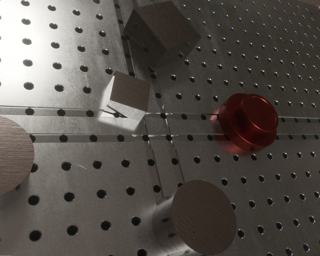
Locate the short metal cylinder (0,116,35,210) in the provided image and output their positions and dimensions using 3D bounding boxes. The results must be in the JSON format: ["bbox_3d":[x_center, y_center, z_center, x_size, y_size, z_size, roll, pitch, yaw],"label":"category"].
[{"bbox_3d":[-0.162,0.034,0.285,0.081,0.050,0.080,14,56,-21],"label":"short metal cylinder"}]

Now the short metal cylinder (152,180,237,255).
[{"bbox_3d":[0.038,0.105,0.350,0.081,0.050,0.080,14,56,-21],"label":"short metal cylinder"}]

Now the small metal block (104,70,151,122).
[{"bbox_3d":[-0.043,-0.042,0.412,0.050,0.025,0.050,18,55,-18],"label":"small metal block"}]

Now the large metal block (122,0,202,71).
[{"bbox_3d":[0.003,-0.146,0.484,0.081,0.050,0.080,-30,79,-38],"label":"large metal block"}]

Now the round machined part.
[{"bbox_3d":[0.146,-0.015,0.487,0.099,0.042,0.098,14,56,-21],"label":"round machined part"}]
